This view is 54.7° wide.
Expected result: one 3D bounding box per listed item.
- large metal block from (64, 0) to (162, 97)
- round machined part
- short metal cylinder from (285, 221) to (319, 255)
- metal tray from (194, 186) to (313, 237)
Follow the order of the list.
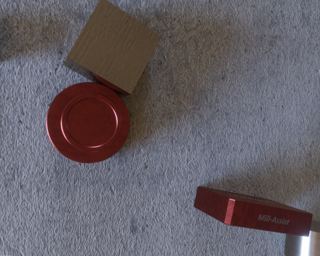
[{"bbox_3d":[-0.058,-0.093,0.374,0.080,0.050,0.080,29,80,-18],"label":"large metal block"},{"bbox_3d":[-0.083,-0.006,0.369,0.099,0.042,0.097,0,90,-20],"label":"round machined part"},{"bbox_3d":[0.232,0.173,0.466,0.081,0.080,0.050,7,88,-20],"label":"short metal cylinder"},{"bbox_3d":[0.124,0.112,0.420,0.131,0.090,0.030,14,86,-20],"label":"metal tray"}]
